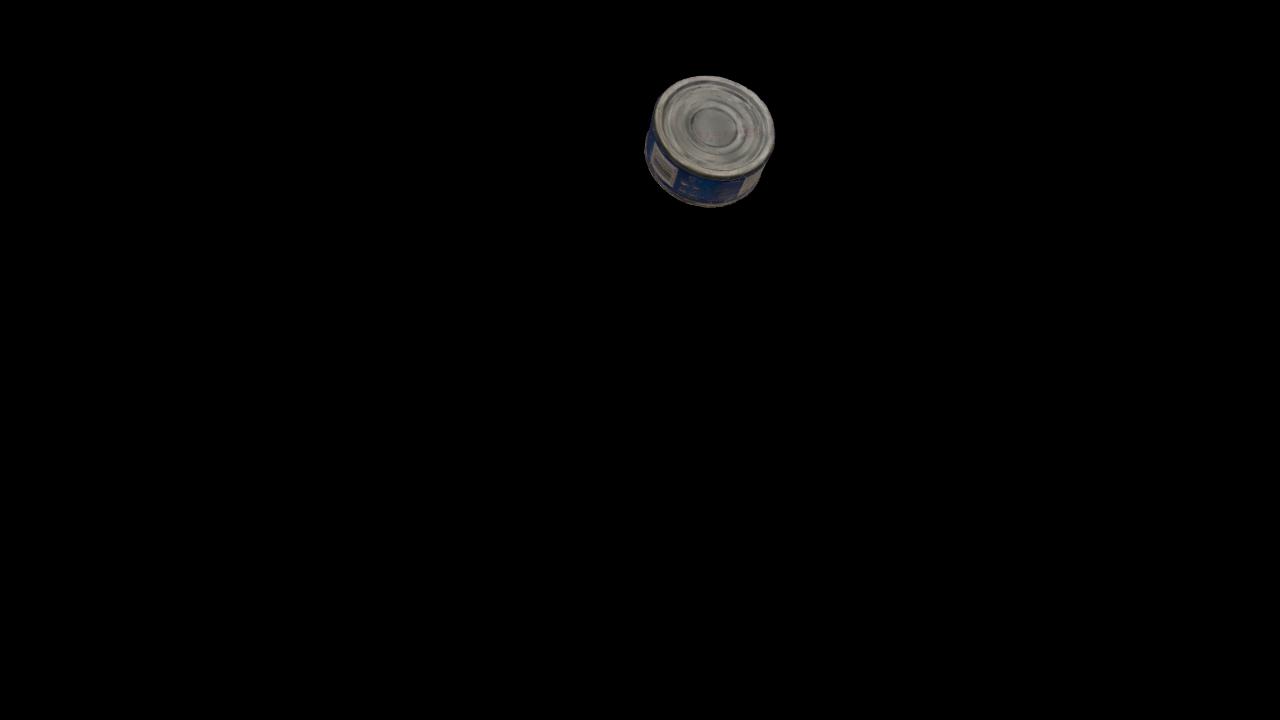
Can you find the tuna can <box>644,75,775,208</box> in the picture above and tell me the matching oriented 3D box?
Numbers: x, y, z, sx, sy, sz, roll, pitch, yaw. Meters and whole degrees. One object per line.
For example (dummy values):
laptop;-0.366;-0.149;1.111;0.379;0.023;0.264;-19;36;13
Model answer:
tuna can;0.046;-0.147;0.412;0.084;0.084;0.034;0;-19;-8
